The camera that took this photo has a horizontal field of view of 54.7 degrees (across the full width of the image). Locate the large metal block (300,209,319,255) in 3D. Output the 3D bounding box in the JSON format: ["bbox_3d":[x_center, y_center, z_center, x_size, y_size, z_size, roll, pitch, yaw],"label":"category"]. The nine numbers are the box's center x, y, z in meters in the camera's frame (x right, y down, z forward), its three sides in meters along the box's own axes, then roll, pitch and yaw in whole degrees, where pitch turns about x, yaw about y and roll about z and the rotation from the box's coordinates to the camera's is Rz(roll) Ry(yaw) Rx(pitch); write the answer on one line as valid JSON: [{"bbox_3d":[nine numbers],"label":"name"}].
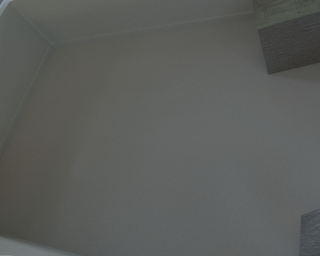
[{"bbox_3d":[0.143,0.103,0.224,0.050,0.080,0.080,13,66,5],"label":"large metal block"}]

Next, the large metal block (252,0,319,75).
[{"bbox_3d":[0.158,-0.115,0.358,0.080,0.080,0.050,-11,57,22],"label":"large metal block"}]

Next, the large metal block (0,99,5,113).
[{"bbox_3d":[-0.363,-0.043,0.605,0.080,0.050,0.080,-46,52,-4],"label":"large metal block"}]
